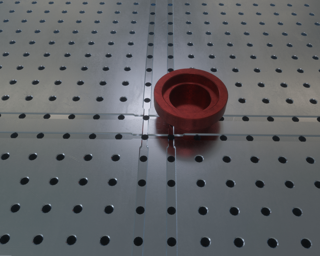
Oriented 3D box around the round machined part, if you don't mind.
[{"bbox_3d":[0.041,-0.035,0.426,0.099,0.042,0.098,0,50,0],"label":"round machined part"}]
